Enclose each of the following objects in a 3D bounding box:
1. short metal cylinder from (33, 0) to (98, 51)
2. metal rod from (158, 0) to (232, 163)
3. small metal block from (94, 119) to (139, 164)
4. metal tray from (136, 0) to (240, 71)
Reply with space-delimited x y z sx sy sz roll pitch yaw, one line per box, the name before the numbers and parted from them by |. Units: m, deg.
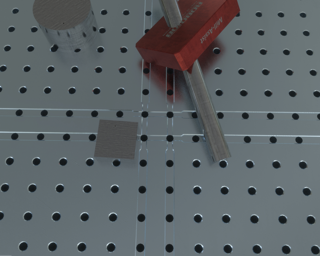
short metal cylinder | -0.137 -0.162 0.456 0.081 0.050 0.080 0 70 0
metal rod | 0.037 -0.099 0.426 0.025 0.025 0.299 -16 79 -6
small metal block | -0.055 0.018 0.405 0.050 0.025 0.050 4 70 1
metal tray | 0.039 -0.142 0.437 0.090 0.030 0.130 25 68 44
